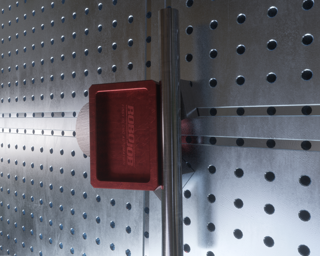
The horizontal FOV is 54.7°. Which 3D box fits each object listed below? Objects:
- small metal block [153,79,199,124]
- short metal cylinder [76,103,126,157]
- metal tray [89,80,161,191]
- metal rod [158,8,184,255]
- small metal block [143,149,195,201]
[{"bbox_3d":[0.016,-0.029,0.394,0.050,0.025,0.050,-19,78,38],"label":"small metal block"},{"bbox_3d":[-0.079,0.002,0.454,0.080,0.050,0.079,0,90,39],"label":"short metal cylinder"},{"bbox_3d":[-0.041,0.009,0.386,0.090,0.030,0.129,-1,89,20],"label":"metal tray"},{"bbox_3d":[0.013,0.012,0.364,0.025,0.025,0.298,-2,89,39],"label":"metal rod"},{"bbox_3d":[0.008,0.059,0.400,0.050,0.025,0.050,46,117,29],"label":"small metal block"}]
